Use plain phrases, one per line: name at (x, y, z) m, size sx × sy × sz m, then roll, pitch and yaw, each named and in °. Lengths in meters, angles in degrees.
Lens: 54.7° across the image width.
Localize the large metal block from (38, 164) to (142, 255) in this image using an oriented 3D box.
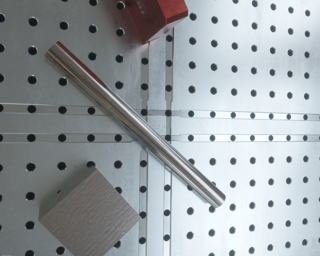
large metal block at (-0.083, 0.102, 0.369) m, size 0.080 × 0.050 × 0.080 m, roll -42°, pitch 104°, yaw -15°

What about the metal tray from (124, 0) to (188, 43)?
metal tray at (-0.021, -0.177, 0.369) m, size 0.030 × 0.090 × 0.129 m, roll -28°, pitch 100°, yaw -18°

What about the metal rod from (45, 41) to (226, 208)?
metal rod at (-0.021, 0.005, 0.404) m, size 0.300 × 0.025 × 0.025 m, roll 43°, pitch 77°, yaw -15°
